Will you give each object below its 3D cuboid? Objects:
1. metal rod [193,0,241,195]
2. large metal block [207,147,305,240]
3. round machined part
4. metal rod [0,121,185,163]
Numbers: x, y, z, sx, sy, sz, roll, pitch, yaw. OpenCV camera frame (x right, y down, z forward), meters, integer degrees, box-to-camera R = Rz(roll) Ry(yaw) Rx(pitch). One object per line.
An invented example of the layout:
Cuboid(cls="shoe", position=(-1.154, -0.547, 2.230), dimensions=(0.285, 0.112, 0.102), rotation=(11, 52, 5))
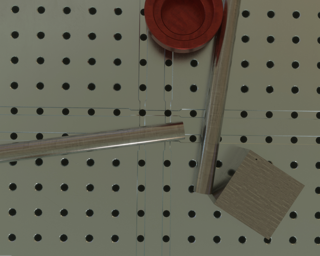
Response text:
Cuboid(cls="metal rod", position=(0.079, -0.062, 0.414), dimensions=(0.025, 0.025, 0.298), rotation=(9, 90, -1))
Cuboid(cls="large metal block", position=(0.121, 0.081, 0.403), dimensions=(0.080, 0.050, 0.080), rotation=(34, 90, -1))
Cuboid(cls="round machined part", position=(0.030, -0.147, 0.405), dimensions=(0.099, 0.042, 0.097), rotation=(0, 90, -1))
Cuboid(cls="metal rod", position=(-0.118, 0.022, 0.411), dimensions=(0.302, 0.025, 0.025), rotation=(-7, 90, -1))
